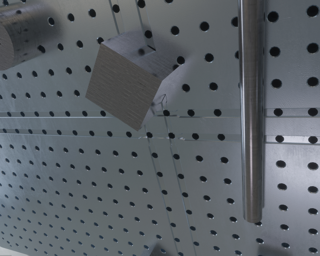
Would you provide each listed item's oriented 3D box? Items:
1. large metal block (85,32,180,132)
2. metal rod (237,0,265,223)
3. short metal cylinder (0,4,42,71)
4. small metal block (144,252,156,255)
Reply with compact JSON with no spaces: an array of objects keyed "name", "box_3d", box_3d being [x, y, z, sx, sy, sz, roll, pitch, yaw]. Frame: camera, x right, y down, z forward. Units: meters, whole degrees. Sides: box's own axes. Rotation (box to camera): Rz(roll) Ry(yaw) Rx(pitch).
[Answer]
[{"name":"large metal block","box_3d":[-0.035,-0.056,0.379,0.080,0.050,0.079,33,129,6]},{"name":"metal rod","box_3d":[0.104,-0.011,0.349,0.025,0.025,0.298,5,121,25]},{"name":"short metal cylinder","box_3d":[-0.215,-0.126,0.430,0.080,0.050,0.079,13,124,21]},{"name":"small metal block","box_3d":[-0.016,0.268,0.585,0.050,0.025,0.050,43,129,-2]}]
